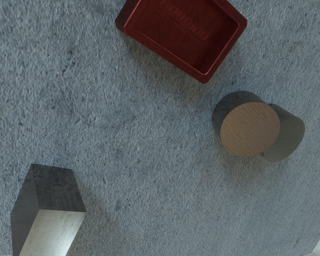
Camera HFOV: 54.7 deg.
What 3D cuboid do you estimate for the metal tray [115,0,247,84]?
[{"bbox_3d":[0.028,-0.117,0.346,0.131,0.030,0.090,25,105,-37],"label":"metal tray"}]

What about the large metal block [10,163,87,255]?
[{"bbox_3d":[-0.133,0.100,0.360,0.050,0.080,0.080,16,110,-35],"label":"large metal block"}]

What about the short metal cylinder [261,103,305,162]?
[{"bbox_3d":[0.181,0.007,0.494,0.081,0.050,0.079,-14,124,-21],"label":"short metal cylinder"}]

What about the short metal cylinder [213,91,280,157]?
[{"bbox_3d":[0.118,-0.007,0.434,0.081,0.050,0.079,-2,114,-4],"label":"short metal cylinder"}]
